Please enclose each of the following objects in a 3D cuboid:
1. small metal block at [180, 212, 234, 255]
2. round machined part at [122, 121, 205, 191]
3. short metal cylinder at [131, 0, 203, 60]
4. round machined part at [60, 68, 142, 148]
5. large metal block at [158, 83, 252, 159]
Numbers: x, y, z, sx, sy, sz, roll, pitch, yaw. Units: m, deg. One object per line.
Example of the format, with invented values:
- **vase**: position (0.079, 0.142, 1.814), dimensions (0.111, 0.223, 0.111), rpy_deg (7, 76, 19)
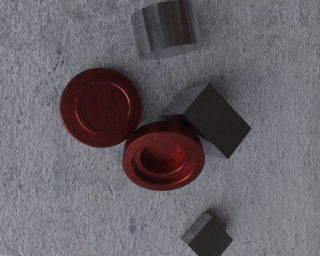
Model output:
- **small metal block**: position (0.066, 0.156, 0.435), dimensions (0.050, 0.025, 0.050), rpy_deg (-45, 104, -15)
- **round machined part**: position (0.004, 0.030, 0.385), dimensions (0.099, 0.042, 0.097), rpy_deg (-2, 127, -2)
- **short metal cylinder**: position (0.008, -0.118, 0.384), dimensions (0.081, 0.080, 0.050), rpy_deg (-13, 95, -20)
- **round machined part**: position (-0.069, -0.024, 0.375), dimensions (0.099, 0.042, 0.097), rpy_deg (0, 90, -21)
- **large metal block**: position (0.055, -0.008, 0.401), dimensions (0.080, 0.080, 0.050), rpy_deg (44, 76, -15)
